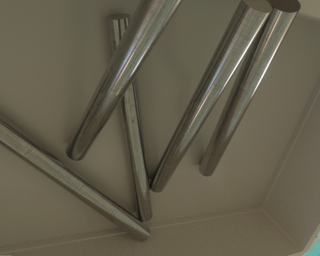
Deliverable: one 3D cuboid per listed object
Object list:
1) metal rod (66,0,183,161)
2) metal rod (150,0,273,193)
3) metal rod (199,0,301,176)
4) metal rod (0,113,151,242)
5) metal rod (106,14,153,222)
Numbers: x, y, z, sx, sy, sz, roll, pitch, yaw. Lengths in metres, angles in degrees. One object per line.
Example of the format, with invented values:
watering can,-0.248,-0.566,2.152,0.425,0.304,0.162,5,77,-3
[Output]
metal rod,-0.033,-0.049,0.266,0.025,0.025,0.298,4,147,-30
metal rod,0.035,-0.005,0.349,0.025,0.025,0.298,-8,146,-25
metal rod,0.086,-0.017,0.368,0.025,0.025,0.298,-19,150,-17
metal rod,-0.104,0.071,0.386,0.025,0.025,0.300,-41,127,0
metal rod,-0.033,0.011,0.396,0.025,0.025,0.298,-17,125,-19
